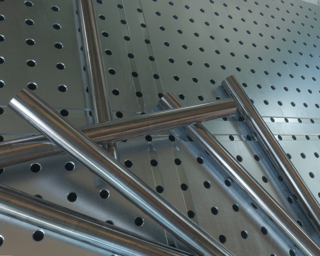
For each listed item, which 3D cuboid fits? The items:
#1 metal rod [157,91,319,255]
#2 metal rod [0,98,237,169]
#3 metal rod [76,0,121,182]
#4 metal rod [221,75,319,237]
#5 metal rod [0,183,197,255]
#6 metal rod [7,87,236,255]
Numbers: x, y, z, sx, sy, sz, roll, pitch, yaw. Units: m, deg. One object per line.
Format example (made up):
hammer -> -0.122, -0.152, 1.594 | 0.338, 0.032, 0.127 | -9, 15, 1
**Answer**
metal rod -> 0.109, 0.065, 0.425 | 0.300, 0.025, 0.025 | 46, 51, 4
metal rod -> -0.033, 0.000, 0.354 | 0.302, 0.025, 0.025 | -13, 68, -29
metal rod -> -0.085, -0.075, 0.407 | 0.025, 0.025, 0.299 | 1, 61, -28
metal rod -> 0.183, 0.046, 0.477 | 0.025, 0.025, 0.299 | -18, 71, -35
metal rod -> -0.092, 0.091, 0.302 | 0.301, 0.025, 0.025 | 25, 53, -13
metal rod -> -0.020, 0.068, 0.318 | 0.300, 0.025, 0.025 | 41, 50, -15
